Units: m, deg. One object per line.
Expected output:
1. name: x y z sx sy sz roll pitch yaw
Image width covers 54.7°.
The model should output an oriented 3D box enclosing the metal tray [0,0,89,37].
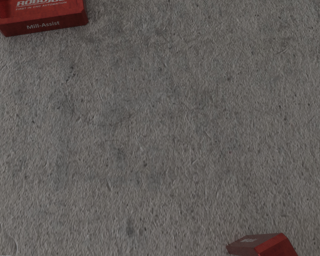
1. metal tray: -0.182 -0.194 0.474 0.131 0.030 0.090 -10 70 -4

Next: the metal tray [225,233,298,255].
1. metal tray: 0.112 0.156 0.310 0.030 0.130 0.090 -24 72 -9
